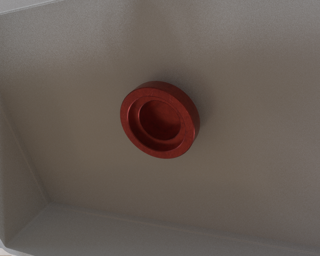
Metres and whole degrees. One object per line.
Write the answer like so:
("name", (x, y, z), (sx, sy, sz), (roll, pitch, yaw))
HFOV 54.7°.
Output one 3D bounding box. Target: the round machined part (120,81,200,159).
("round machined part", (0.003, -0.013, 0.386), (0.098, 0.042, 0.097), (13, 124, 20))
